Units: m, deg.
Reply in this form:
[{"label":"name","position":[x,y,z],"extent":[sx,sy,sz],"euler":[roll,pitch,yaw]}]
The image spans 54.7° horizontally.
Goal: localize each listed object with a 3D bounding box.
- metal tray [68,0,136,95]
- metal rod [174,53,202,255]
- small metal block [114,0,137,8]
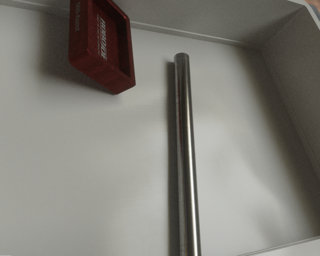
[{"label":"metal tray","position":[-0.075,-0.119,0.407],"extent":[0.090,0.030,0.130],"euler":[32,43,-51]},{"label":"metal rod","position":[0.034,0.016,0.415],"extent":[0.025,0.025,0.299],"euler":[14,56,-21]},{"label":"small metal block","position":[-0.071,-0.225,0.509],"extent":[0.050,0.025,0.050],"euler":[-34,81,-38]}]
